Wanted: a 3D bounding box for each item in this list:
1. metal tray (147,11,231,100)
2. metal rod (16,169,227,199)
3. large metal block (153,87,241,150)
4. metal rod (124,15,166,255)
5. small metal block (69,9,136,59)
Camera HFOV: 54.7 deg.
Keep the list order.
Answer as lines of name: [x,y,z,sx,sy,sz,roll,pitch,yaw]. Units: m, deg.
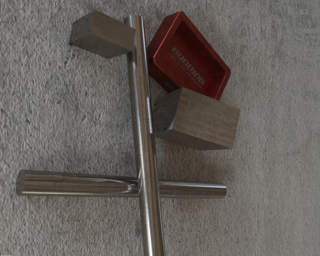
metal tray: [0.041,-0.085,0.438,0.130,0.030,0.090,40,65,-33]
metal rod: [-0.019,0.075,0.390,0.302,0.025,0.025,12,83,-40]
large metal block: [0.040,-0.007,0.391,0.081,0.080,0.050,18,78,-20]
metal rod: [-0.018,0.015,0.366,0.025,0.025,0.298,-1,83,-40]
small metal block: [-0.063,-0.100,0.337,0.050,0.050,0.025,14,81,-40]
